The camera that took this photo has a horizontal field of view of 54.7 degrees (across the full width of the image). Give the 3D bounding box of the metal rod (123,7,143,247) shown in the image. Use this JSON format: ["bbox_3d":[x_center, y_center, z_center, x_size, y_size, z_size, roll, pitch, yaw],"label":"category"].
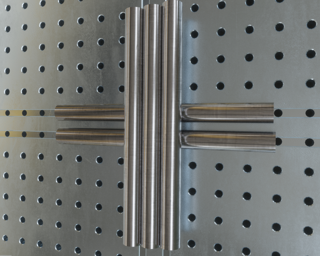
[{"bbox_3d":[-0.033,-0.001,0.397,0.025,0.025,0.298,1,90,19],"label":"metal rod"}]

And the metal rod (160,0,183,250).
[{"bbox_3d":[0.014,-0.003,0.381,0.025,0.025,0.298,1,90,19],"label":"metal rod"}]

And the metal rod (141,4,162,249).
[{"bbox_3d":[-0.010,-0.002,0.389,0.025,0.025,0.298,1,90,19],"label":"metal rod"}]

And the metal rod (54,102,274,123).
[{"bbox_3d":[-0.008,-0.021,0.415,0.301,0.025,0.025,1,91,19],"label":"metal rod"}]

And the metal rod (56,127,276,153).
[{"bbox_3d":[-0.006,0.014,0.414,0.301,0.025,0.025,1,91,19],"label":"metal rod"}]
